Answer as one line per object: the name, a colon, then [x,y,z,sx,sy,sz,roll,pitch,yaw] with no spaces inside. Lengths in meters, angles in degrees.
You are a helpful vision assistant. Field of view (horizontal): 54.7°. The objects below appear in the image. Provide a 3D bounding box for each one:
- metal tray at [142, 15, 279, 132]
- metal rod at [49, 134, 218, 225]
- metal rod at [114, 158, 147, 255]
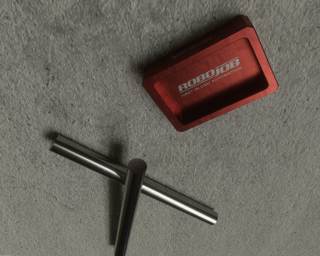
metal tray: [0.057,-0.056,0.356,0.130,0.030,0.090,-25,126,19]
metal rod: [-0.026,0.089,0.482,0.301,0.025,0.025,30,124,-24]
metal rod: [-0.055,0.149,0.510,0.025,0.025,0.298,7,137,-7]
